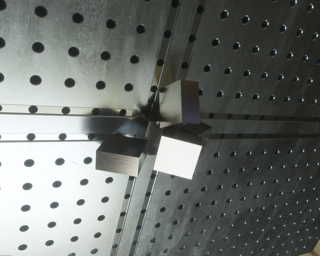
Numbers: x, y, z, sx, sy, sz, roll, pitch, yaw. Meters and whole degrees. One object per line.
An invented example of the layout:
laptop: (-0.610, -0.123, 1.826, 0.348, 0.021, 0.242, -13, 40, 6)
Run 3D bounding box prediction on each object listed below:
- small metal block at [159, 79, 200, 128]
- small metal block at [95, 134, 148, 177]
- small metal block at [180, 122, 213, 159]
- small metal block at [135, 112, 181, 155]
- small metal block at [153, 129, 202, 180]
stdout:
small metal block: (0.023, -0.027, 0.377, 0.025, 0.050, 0.050, 3, 81, -29)
small metal block: (-0.045, 0.032, 0.376, 0.050, 0.050, 0.025, 9, 113, 6)
small metal block: (0.045, 0.021, 0.434, 0.050, 0.025, 0.050, -22, 134, -55)
small metal block: (-0.003, 0.009, 0.414, 0.050, 0.025, 0.050, 2, 117, -29)
small metal block: (0.023, 0.032, 0.395, 0.050, 0.025, 0.050, 14, 115, 1)
